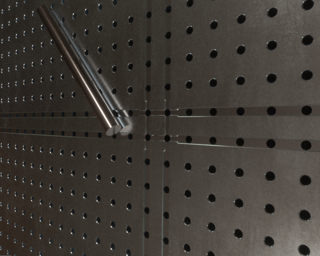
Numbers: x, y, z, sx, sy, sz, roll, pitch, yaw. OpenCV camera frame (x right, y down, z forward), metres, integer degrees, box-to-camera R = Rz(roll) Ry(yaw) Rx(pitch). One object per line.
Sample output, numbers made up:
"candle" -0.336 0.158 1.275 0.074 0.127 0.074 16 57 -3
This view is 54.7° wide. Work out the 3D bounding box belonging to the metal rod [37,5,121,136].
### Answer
"metal rod" -0.145 -0.110 0.525 0.025 0.025 0.299 -48 62 29
